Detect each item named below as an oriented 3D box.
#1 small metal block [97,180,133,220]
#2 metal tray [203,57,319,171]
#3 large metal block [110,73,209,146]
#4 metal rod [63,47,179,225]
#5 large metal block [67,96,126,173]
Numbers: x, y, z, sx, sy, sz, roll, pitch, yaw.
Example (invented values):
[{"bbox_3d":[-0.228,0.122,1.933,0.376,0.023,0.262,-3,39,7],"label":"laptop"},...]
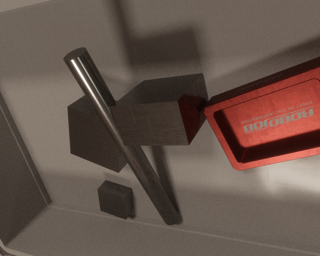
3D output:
[{"bbox_3d":[-0.074,0.121,0.520,0.050,0.025,0.050,13,124,20],"label":"small metal block"},{"bbox_3d":[0.124,-0.009,0.333,0.130,0.030,0.090,-19,109,35],"label":"metal tray"},{"bbox_3d":[0.005,-0.022,0.356,0.080,0.080,0.050,-2,117,29],"label":"large metal block"},{"bbox_3d":[-0.033,0.034,0.397,0.025,0.025,0.299,-1,133,28],"label":"metal rod"},{"bbox_3d":[-0.079,0.005,0.435,0.080,0.050,0.079,19,126,16],"label":"large metal block"}]
